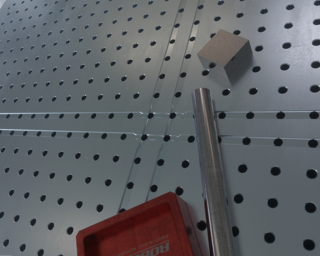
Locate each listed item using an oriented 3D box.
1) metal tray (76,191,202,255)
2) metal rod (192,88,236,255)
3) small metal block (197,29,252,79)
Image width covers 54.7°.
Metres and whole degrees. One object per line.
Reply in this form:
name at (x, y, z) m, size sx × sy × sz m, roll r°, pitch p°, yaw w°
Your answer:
metal tray at (-0.025, 0.136, 0.334) m, size 0.130 × 0.030 × 0.090 m, roll -26°, pitch 53°, yaw 12°
metal rod at (0.059, 0.081, 0.327) m, size 0.025 × 0.025 × 0.299 m, roll -15°, pitch 55°, yaw 19°
small metal block at (0.088, -0.103, 0.425) m, size 0.050 × 0.025 × 0.050 m, roll -48°, pitch 51°, yaw -5°
